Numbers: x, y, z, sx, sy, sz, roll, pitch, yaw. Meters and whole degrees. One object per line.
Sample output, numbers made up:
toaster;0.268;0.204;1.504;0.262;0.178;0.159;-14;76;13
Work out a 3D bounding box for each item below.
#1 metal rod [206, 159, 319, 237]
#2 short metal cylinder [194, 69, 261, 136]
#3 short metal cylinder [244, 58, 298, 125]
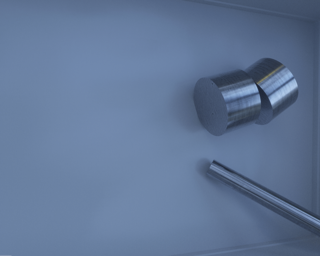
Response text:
metal rod;0.202;0.125;0.416;0.301;0.025;0.025;28;79;9
short metal cylinder;0.088;-0.034;0.415;0.050;0.080;0.080;-18;96;-19
short metal cylinder;0.143;-0.051;0.436;0.050;0.080;0.080;-35;102;-17
